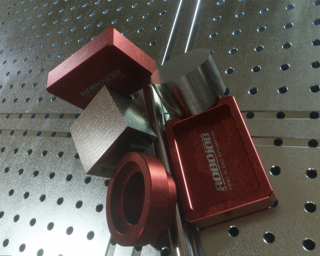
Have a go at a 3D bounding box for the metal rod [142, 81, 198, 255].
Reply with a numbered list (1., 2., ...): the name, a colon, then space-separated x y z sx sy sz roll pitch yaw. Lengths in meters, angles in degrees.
1. metal rod: 0.003 0.023 0.387 0.025 0.025 0.299 -23 53 14

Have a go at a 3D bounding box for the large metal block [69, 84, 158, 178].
1. large metal block: -0.062 0.006 0.393 0.080 0.050 0.080 -48 49 18

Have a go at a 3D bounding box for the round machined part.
1. round machined part: -0.018 0.077 0.337 0.098 0.042 0.098 -27 56 50

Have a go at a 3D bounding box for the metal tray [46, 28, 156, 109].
1. metal tray: -0.081 -0.071 0.430 0.130 0.090 0.030 -25 53 31

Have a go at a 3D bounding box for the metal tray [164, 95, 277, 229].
1. metal tray: 0.061 0.034 0.347 0.090 0.030 0.130 -22 53 14

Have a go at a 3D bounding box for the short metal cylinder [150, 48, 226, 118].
1. short metal cylinder: 0.034 -0.056 0.385 0.080 0.050 0.080 -24 27 13
